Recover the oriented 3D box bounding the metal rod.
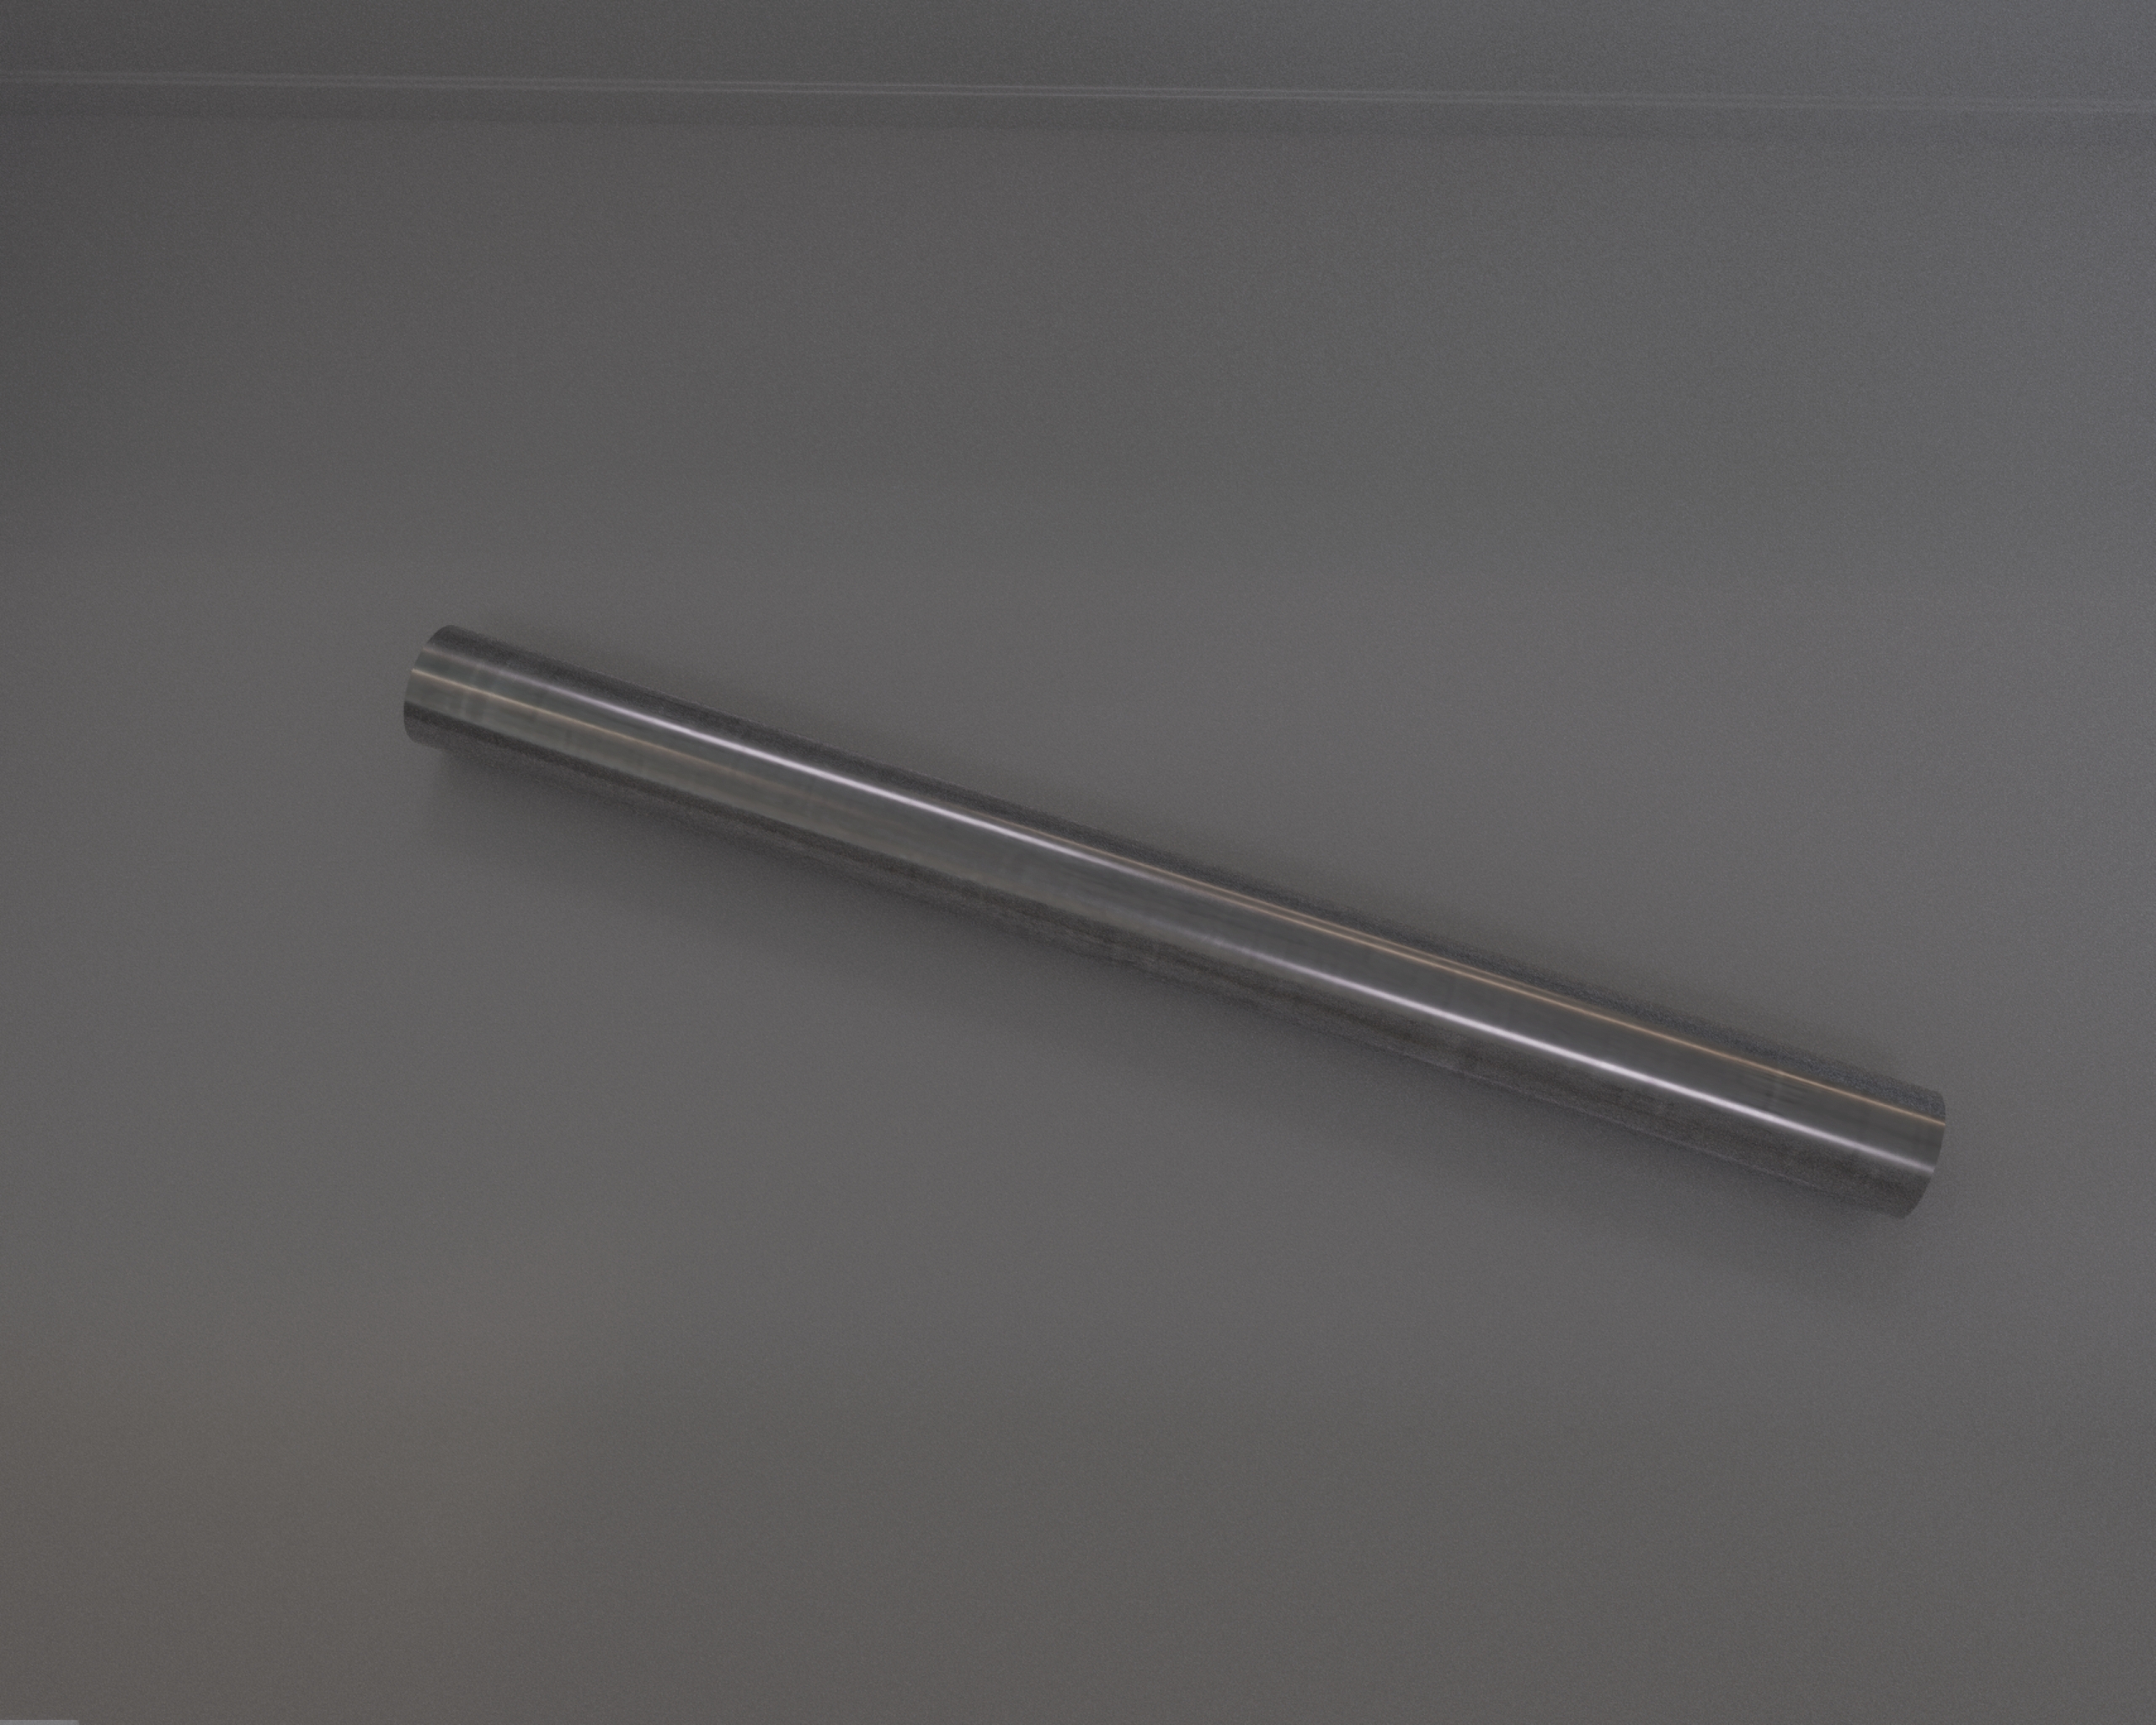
[{"bbox_3d":[0.014,0.009,0.405,0.301,0.025,0.025,18,71,6],"label":"metal rod"}]
